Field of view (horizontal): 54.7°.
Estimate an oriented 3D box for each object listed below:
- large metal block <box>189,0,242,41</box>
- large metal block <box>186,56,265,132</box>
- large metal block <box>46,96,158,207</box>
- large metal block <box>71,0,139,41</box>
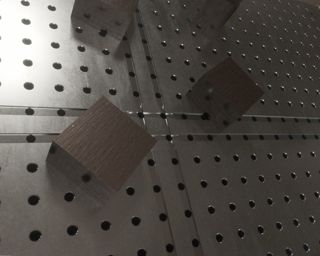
[{"bbox_3d":[0.107,-0.222,0.568,0.050,0.080,0.080,35,51,-6],"label":"large metal block"},{"bbox_3d":[0.102,-0.054,0.482,0.080,0.050,0.080,48,51,5],"label":"large metal block"},{"bbox_3d":[-0.063,0.025,0.344,0.080,0.050,0.080,40,51,-2],"label":"large metal block"},{"bbox_3d":[-0.077,-0.192,0.469,0.080,0.050,0.080,23,53,-15],"label":"large metal block"}]
